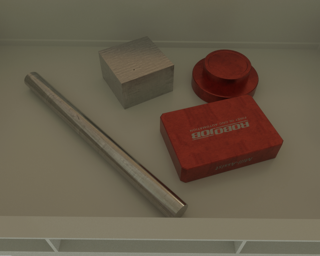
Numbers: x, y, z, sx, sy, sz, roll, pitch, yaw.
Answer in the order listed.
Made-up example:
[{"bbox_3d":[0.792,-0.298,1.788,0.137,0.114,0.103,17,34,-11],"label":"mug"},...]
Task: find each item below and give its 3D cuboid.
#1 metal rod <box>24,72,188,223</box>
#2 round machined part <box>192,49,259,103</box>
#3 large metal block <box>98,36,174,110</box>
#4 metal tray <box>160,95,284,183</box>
[{"bbox_3d":[-0.085,0.009,0.396,0.300,0.025,0.025,38,59,27],"label":"metal rod"},{"bbox_3d":[0.098,-0.081,0.463,0.099,0.042,0.098,0,50,0],"label":"round machined part"},{"bbox_3d":[-0.035,-0.084,0.459,0.081,0.050,0.080,-23,54,-19],"label":"large metal block"},{"bbox_3d":[0.074,0.009,0.395,0.131,0.030,0.090,-13,51,-12],"label":"metal tray"}]
